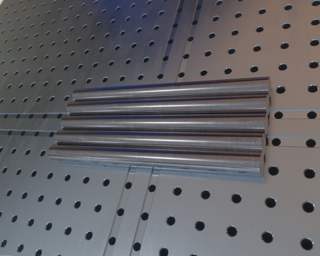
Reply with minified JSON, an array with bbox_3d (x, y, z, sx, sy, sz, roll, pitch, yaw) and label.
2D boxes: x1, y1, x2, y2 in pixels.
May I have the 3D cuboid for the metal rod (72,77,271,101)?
[{"bbox_3d":[-0.002,-0.050,0.439,0.300,0.025,0.025,1,62,28],"label":"metal rod"}]

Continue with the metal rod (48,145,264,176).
[{"bbox_3d":[-0.025,0.038,0.397,0.300,0.025,0.025,0,62,27],"label":"metal rod"}]

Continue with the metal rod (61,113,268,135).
[{"bbox_3d":[-0.014,-0.005,0.417,0.300,0.025,0.025,1,62,28],"label":"metal rod"}]

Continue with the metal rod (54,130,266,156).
[{"bbox_3d":[-0.020,0.017,0.407,0.300,0.025,0.025,1,62,28],"label":"metal rod"}]

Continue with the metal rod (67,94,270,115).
[{"bbox_3d":[-0.008,-0.028,0.428,0.300,0.025,0.025,1,62,28],"label":"metal rod"}]
